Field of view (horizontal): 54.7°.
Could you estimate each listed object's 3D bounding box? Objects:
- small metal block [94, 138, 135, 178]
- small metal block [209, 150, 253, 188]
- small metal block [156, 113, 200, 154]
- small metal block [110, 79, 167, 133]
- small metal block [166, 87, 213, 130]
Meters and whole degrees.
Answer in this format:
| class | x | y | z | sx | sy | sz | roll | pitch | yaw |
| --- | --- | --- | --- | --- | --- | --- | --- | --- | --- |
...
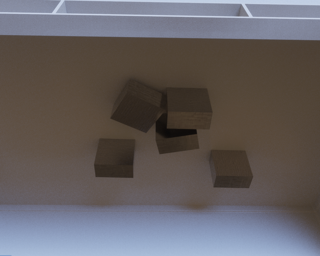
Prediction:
| class | x | y | z | sx | sy | sz | roll | pitch | yaw |
| --- | --- | --- | --- | --- | --- | --- | --- | --- | --- |
| small metal block | -0.061 | 0.041 | 0.427 | 0.050 | 0.050 | 0.025 | 2 | 130 | -2 |
| small metal block | 0.100 | 0.058 | 0.444 | 0.050 | 0.050 | 0.025 | 2 | 130 | -2 |
| small metal block | 0.022 | 0.004 | 0.396 | 0.050 | 0.050 | 0.025 | -8 | 130 | 6 |
| small metal block | -0.027 | -0.026 | 0.382 | 0.050 | 0.025 | 0.050 | 23 | 135 | -19 |
| small metal block | 0.033 | -0.024 | 0.373 | 0.050 | 0.050 | 0.025 | 1 | 130 | -2 |
